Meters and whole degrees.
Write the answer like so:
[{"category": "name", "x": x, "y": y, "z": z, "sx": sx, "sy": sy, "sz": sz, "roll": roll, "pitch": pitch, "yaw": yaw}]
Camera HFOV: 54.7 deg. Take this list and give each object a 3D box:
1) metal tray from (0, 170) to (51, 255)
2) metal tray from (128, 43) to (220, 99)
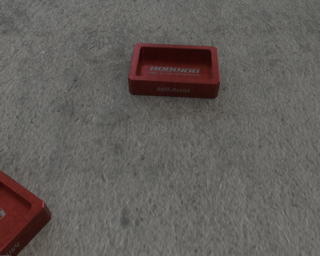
[{"category": "metal tray", "x": -0.188, "y": 0.108, "z": 0.306, "sx": 0.090, "sy": 0.030, "sz": 0.131, "roll": 27, "pitch": 55, "yaw": 20}, {"category": "metal tray", "x": 0.022, "y": -0.089, "z": 0.475, "sx": 0.131, "sy": 0.030, "sz": 0.090, "roll": 3, "pitch": 50, "yaw": 2}]
